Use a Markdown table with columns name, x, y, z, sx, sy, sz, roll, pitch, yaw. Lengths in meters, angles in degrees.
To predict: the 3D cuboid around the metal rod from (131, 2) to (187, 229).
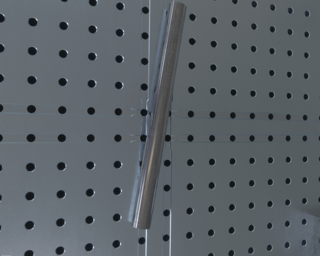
| name | x | y | z | sx | sy | sz | roll | pitch | yaw |
| --- | --- | --- | --- | --- | --- | --- | --- | --- | --- |
| metal rod | 0.000 | -0.019 | 0.412 | 0.025 | 0.025 | 0.298 | 11 | 86 | -20 |

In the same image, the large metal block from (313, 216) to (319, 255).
| name | x | y | z | sx | sy | sz | roll | pitch | yaw |
| --- | --- | --- | --- | --- | --- | --- | --- | --- | --- |
| large metal block | 0.305 | 0.189 | 0.513 | 0.081 | 0.050 | 0.079 | 2 | 90 | -20 |
